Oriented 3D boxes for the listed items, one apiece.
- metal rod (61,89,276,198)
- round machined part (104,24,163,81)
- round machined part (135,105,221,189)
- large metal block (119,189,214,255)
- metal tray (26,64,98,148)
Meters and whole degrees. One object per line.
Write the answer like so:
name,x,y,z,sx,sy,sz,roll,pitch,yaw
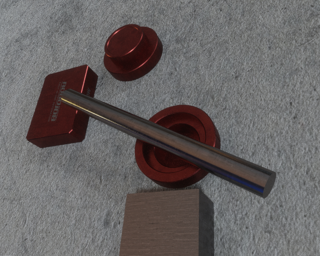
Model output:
metal rod,-0.017,0.003,0.356,0.300,0.025,0.025,23,74,36
round machined part,-0.049,-0.126,0.494,0.098,0.042,0.098,-13,56,20
round machined part,0.024,0.025,0.365,0.098,0.042,0.098,-13,56,20
large metal block,0.009,0.111,0.314,0.080,0.050,0.080,-9,58,23
metal tray,-0.156,-0.036,0.502,0.090,0.030,0.130,-9,58,23
